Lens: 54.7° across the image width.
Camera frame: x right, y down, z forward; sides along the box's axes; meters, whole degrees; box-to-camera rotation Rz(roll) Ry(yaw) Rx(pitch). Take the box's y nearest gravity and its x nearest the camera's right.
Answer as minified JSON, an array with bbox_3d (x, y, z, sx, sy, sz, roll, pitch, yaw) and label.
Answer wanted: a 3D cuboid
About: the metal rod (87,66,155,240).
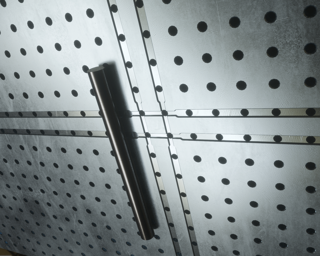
[{"bbox_3d":[-0.052,0.053,0.469,0.025,0.025,0.298,1,119,27],"label":"metal rod"}]
